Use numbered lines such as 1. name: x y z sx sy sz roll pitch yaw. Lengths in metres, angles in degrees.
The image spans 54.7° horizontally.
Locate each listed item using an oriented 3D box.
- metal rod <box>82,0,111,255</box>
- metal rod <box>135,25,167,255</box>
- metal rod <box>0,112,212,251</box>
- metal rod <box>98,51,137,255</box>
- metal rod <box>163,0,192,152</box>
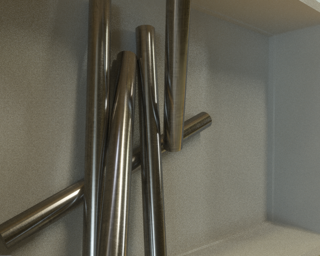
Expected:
1. metal rod: -0.066 0.002 0.329 0.025 0.025 0.298 7 79 -40
2. metal rod: -0.011 0.022 0.368 0.025 0.025 0.298 5 77 -40
3. metal rod: -0.039 0.045 0.375 0.302 0.025 0.025 -28 108 -37
4. metal rod: -0.040 0.043 0.300 0.025 0.025 0.299 27 50 -37
5. metal rod: 0.018 -0.104 0.315 0.025 0.025 0.298 -26 130 -37
